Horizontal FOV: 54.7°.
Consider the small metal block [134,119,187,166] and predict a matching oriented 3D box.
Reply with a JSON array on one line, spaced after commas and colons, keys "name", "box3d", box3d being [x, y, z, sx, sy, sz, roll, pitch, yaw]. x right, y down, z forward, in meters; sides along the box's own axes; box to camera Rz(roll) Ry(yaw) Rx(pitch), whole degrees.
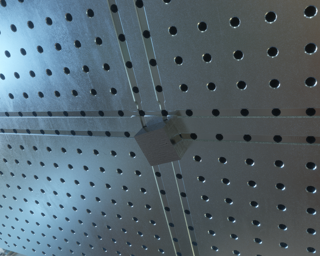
[{"name": "small metal block", "box3d": [0.001, 0.021, 0.422, 0.050, 0.025, 0.050, -17, 110, 34]}]
